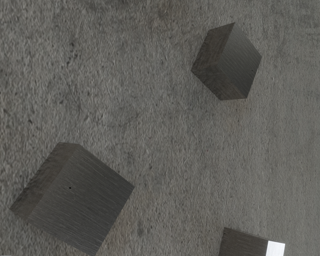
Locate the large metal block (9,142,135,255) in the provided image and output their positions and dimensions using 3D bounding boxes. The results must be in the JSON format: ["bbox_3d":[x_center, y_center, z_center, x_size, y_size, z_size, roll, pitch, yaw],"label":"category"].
[{"bbox_3d":[-0.086,0.071,0.316,0.080,0.050,0.080,45,63,-31],"label":"large metal block"}]

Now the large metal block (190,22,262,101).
[{"bbox_3d":[0.104,-0.099,0.474,0.080,0.050,0.080,38,67,-34],"label":"large metal block"}]

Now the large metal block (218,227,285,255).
[{"bbox_3d":[0.140,0.209,0.486,0.050,0.080,0.080,24,75,-38],"label":"large metal block"}]
